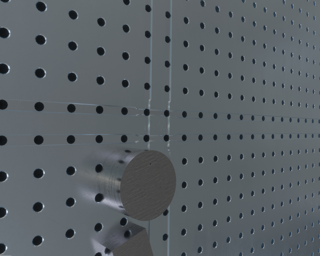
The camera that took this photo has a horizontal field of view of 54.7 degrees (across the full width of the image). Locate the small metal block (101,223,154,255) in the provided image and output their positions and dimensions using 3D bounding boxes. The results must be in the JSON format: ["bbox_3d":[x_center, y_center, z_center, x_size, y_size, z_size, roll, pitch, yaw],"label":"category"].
[{"bbox_3d":[-0.038,0.154,0.378,0.050,0.025,0.050,-23,105,-38],"label":"small metal block"}]

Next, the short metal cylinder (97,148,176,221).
[{"bbox_3d":[-0.027,0.065,0.370,0.081,0.050,0.079,0,91,-40],"label":"short metal cylinder"}]
